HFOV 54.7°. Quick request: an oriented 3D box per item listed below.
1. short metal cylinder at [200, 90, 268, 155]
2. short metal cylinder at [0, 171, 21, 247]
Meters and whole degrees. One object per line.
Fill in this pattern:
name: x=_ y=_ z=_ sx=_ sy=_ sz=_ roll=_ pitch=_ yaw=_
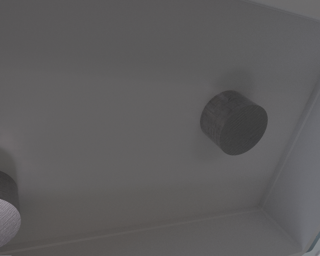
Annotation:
short metal cylinder: x=0.105 y=-0.008 z=0.445 sx=0.081 sy=0.050 sz=0.079 roll=-14 pitch=124 yaw=-21
short metal cylinder: x=-0.199 y=0.091 z=0.340 sx=0.081 sy=0.050 sz=0.079 roll=-14 pitch=124 yaw=-21
